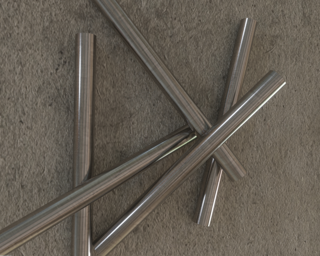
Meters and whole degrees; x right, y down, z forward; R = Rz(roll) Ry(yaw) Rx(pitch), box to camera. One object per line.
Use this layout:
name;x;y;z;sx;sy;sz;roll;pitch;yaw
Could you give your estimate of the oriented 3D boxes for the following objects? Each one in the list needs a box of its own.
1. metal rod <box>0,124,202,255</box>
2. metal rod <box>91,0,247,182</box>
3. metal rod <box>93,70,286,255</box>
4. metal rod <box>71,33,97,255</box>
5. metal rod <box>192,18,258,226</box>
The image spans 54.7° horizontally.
metal rod;-0.057;0.060;0.365;0.302;0.025;0.025;-29;100;-26
metal rod;0.011;-0.055;0.393;0.025;0.025;0.300;-40;95;-16
metal rod;0.033;0.045;0.376;0.300;0.025;0.025;-44;105;3
metal rod;-0.092;0.037;0.374;0.025;0.025;0.298;1;90;-20
metal rod;0.094;-0.012;0.443;0.025;0.025;0.299;16;85;-19
